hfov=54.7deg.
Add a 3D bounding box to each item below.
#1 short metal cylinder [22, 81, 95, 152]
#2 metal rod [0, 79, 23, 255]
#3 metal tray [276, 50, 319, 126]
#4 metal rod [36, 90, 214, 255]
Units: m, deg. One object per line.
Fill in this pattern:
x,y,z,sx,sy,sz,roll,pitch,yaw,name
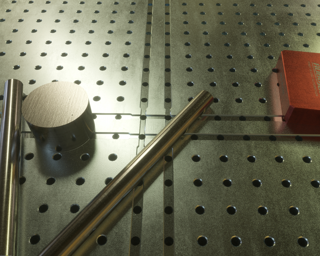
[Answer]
-0.129,-0.015,0.403,0.081,0.050,0.080,0,50,0,short metal cylinder
-0.178,0.048,0.364,0.025,0.025,0.300,-11,51,-9,metal rod
0.228,-0.062,0.459,0.091,0.030,0.130,7,50,5,metal tray
-0.025,0.047,0.367,0.025,0.025,0.301,31,56,23,metal rod
